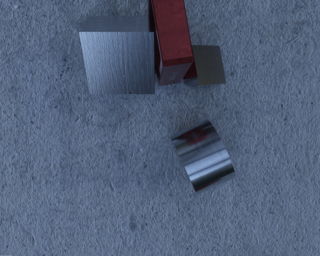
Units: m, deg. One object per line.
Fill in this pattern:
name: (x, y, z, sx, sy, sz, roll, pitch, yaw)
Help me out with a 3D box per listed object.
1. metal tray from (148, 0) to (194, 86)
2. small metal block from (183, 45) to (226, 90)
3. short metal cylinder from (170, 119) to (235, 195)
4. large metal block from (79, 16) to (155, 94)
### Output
metal tray: (0.008, -0.104, 0.356, 0.030, 0.130, 0.089, -9, 89, -2)
small metal block: (0.055, -0.078, 0.398, 0.050, 0.025, 0.050, -10, 90, -38)
short metal cylinder: (0.051, 0.036, 0.383, 0.050, 0.080, 0.080, -25, 90, 0)
large metal block: (-0.047, -0.088, 0.378, 0.080, 0.050, 0.079, 0, 129, 0)
